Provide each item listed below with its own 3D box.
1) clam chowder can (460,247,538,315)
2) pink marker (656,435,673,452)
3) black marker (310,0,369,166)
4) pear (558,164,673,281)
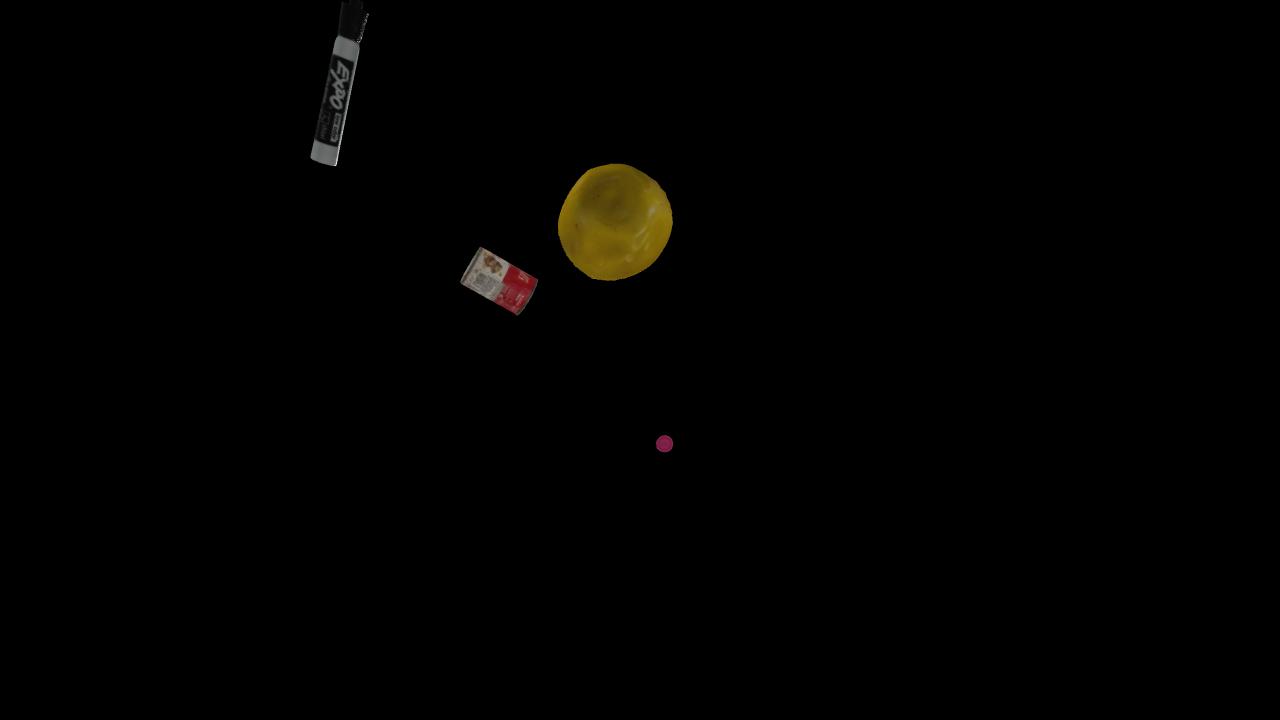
[{"bbox_3d":[-0.221,-0.124,0.967,0.102,0.068,0.068,29,-11,-20],"label":"clam chowder can"},{"bbox_3d":[0.028,0.099,0.728,0.020,0.020,0.121,0,-8,2],"label":"pink marker"},{"bbox_3d":[-0.227,-0.209,0.465,0.020,0.121,0.020,19,16,-6],"label":"black marker"},{"bbox_3d":[-0.017,-0.088,0.440,0.080,0.080,0.111,0,-8,-2],"label":"pear"}]
